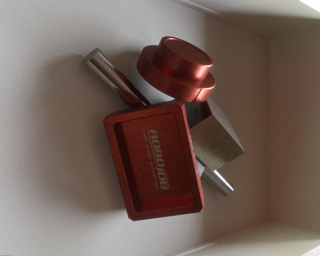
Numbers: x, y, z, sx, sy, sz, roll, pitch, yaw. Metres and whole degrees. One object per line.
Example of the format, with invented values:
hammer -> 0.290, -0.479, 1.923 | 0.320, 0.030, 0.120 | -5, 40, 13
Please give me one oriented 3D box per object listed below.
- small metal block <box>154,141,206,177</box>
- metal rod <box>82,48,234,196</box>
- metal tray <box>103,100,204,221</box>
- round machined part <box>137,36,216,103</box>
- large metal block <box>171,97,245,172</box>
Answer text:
small metal block -> 0.025, 0.042, 0.411 | 0.050, 0.050, 0.025 | 46, 63, -31
metal rod -> 0.015, 0.010, 0.419 | 0.300, 0.025, 0.025 | 44, 63, -31
metal tray -> -0.005, 0.039, 0.362 | 0.030, 0.090, 0.129 | -58, 137, -75
round machined part -> 0.025, -0.076, 0.377 | 0.099, 0.098, 0.042 | -3, 132, -40
large metal block -> 0.061, -0.002, 0.416 | 0.080, 0.050, 0.080 | 44, 21, -31
